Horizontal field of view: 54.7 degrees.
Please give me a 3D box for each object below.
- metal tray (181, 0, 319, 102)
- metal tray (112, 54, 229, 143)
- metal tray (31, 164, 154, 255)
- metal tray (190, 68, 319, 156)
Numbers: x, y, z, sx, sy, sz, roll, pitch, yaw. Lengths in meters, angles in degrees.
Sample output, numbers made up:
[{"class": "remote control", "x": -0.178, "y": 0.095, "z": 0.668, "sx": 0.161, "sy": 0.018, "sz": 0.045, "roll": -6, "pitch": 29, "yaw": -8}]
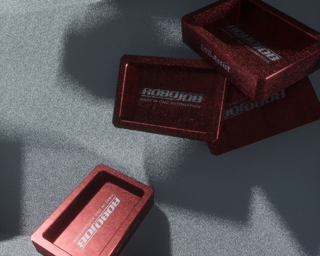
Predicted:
[{"class": "metal tray", "x": 0.094, "y": -0.092, "z": 0.327, "sx": 0.091, "sy": 0.030, "sz": 0.130, "roll": -28, "pitch": 53, "yaw": -15}, {"class": "metal tray", "x": 0.012, "y": -0.037, "z": 0.370, "sx": 0.130, "sy": 0.030, "sz": 0.089, "roll": 9, "pitch": 93, "yaw": 19}, {"class": "metal tray", "x": -0.077, "y": 0.112, "z": 0.384, "sx": 0.090, "sy": 0.131, "sz": 0.030, "roll": 22, "pitch": 137, "yaw": 20}, {"class": "metal tray", "x": 0.109, "y": -0.030, "z": 0.369, "sx": 0.130, "sy": 0.030, "sz": 0.090, "roll": -22, "pitch": 83, "yaw": 18}]
